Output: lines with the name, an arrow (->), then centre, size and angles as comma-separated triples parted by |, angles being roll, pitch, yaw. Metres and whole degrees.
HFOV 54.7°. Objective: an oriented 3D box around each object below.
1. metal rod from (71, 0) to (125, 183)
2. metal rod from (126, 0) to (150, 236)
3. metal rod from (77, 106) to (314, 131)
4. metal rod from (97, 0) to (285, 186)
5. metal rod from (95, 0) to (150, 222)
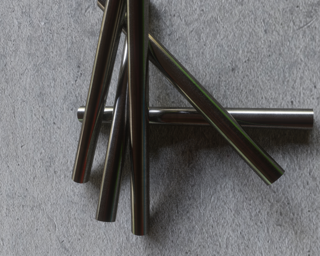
metal rod -> -0.076, -0.059, 0.394 | 0.025, 0.025, 0.298 | 24, 113, 18
metal rod -> -0.026, -0.005, 0.381 | 0.025, 0.025, 0.298 | 6, 106, 20
metal rod -> 0.029, -0.015, 0.398 | 0.301, 0.025, 0.025 | 2, 91, 19
metal rod -> 0.029, -0.054, 0.367 | 0.025, 0.025, 0.300 | -45, 79, 14
metal rod -> -0.046, -0.033, 0.400 | 0.025, 0.025, 0.299 | 6, 82, 20
